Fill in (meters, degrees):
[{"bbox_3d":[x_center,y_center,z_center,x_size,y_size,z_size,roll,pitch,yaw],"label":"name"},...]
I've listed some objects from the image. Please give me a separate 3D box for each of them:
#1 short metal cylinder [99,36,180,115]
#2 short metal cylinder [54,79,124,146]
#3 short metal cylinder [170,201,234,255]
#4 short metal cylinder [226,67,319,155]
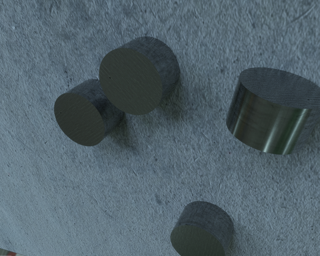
[{"bbox_3d":[-0.023,-0.062,0.365,0.080,0.050,0.079,13,124,21],"label":"short metal cylinder"},{"bbox_3d":[-0.097,-0.022,0.429,0.080,0.050,0.079,13,124,21],"label":"short metal cylinder"},{"bbox_3d":[0.062,0.155,0.454,0.080,0.050,0.079,13,124,21],"label":"short metal cylinder"},{"bbox_3d":[0.110,-0.019,0.301,0.080,0.080,0.050,21,126,16],"label":"short metal cylinder"}]
